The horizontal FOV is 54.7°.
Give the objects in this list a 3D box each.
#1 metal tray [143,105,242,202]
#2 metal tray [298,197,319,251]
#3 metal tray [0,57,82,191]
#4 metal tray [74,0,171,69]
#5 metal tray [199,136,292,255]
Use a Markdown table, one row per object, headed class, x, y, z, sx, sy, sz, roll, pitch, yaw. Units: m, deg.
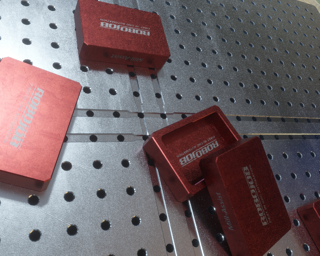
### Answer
| class | x | y | z | sx | sy | sz | roll | pitch | yaw |
| --- | --- | --- | --- | --- | --- | --- | --- | --- | --- |
| metal tray | 0.054 | 0.029 | 0.417 | 0.131 | 0.030 | 0.090 | -24 | 75 | -37 |
| metal tray | 0.280 | 0.142 | 0.471 | 0.131 | 0.030 | 0.090 | -11 | 67 | -33 |
| metal tray | -0.146 | -0.007 | 0.331 | 0.091 | 0.030 | 0.130 | 20 | 54 | -17 |
| metal tray | -0.056 | -0.139 | 0.461 | 0.131 | 0.030 | 0.090 | 1 | 61 | -28 |
| metal tray | 0.110 | 0.085 | 0.389 | 0.091 | 0.030 | 0.129 | -21 | 91 | -37 |
